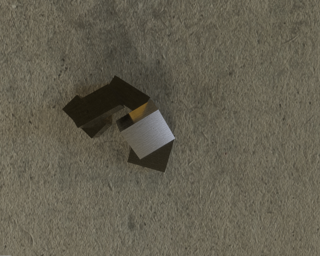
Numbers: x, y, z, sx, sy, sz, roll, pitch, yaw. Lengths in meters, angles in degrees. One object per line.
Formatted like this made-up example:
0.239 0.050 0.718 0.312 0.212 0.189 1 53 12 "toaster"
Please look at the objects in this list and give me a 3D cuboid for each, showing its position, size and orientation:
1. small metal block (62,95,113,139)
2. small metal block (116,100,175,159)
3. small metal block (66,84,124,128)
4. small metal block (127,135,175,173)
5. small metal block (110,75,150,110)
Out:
-0.091 -0.014 0.398 0.025 0.050 0.050 -45 91 0 "small metal block"
-0.017 0.002 0.374 0.050 0.025 0.050 -31 128 0 "small metal block"
-0.070 -0.023 0.348 0.050 0.050 0.025 -29 90 0 "small metal block"
-0.011 0.027 0.411 0.050 0.025 0.050 16 90 -1 "small metal block"
-0.040 -0.040 0.398 0.050 0.050 0.025 32 90 -1 "small metal block"
